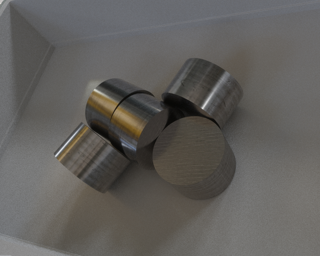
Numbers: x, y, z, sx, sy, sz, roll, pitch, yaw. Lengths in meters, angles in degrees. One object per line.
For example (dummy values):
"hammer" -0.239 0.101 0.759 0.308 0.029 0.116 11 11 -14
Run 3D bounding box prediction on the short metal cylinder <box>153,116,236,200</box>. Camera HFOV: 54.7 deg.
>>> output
"short metal cylinder" 0.039 0.034 0.345 0.080 0.050 0.080 -13 56 20

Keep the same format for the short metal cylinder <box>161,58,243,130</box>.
"short metal cylinder" 0.049 -0.036 0.364 0.080 0.080 0.050 26 76 36

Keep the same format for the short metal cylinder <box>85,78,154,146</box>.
"short metal cylinder" -0.049 -0.019 0.404 0.050 0.080 0.080 29 77 37

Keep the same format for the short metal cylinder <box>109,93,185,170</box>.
"short metal cylinder" -0.014 0.004 0.373 0.050 0.080 0.080 30 78 37

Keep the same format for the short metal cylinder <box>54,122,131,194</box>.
"short metal cylinder" -0.083 0.037 0.388 0.080 0.080 0.050 33 80 38
